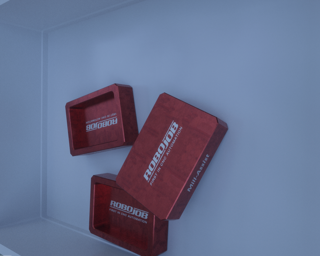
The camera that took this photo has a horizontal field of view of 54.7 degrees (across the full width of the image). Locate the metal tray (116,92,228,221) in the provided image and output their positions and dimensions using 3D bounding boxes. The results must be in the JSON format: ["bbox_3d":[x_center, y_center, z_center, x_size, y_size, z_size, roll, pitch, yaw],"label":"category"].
[{"bbox_3d":[0.011,0.032,0.374,0.090,0.030,0.129,30,94,36],"label":"metal tray"}]

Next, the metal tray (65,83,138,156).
[{"bbox_3d":[-0.094,-0.009,0.480,0.130,0.030,0.090,-13,82,39],"label":"metal tray"}]

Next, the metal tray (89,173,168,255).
[{"bbox_3d":[-0.048,0.120,0.443,0.130,0.030,0.089,5,93,39],"label":"metal tray"}]

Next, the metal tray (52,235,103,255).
[{"bbox_3d":[-0.132,0.246,0.515,0.130,0.030,0.089,9,96,39],"label":"metal tray"}]
